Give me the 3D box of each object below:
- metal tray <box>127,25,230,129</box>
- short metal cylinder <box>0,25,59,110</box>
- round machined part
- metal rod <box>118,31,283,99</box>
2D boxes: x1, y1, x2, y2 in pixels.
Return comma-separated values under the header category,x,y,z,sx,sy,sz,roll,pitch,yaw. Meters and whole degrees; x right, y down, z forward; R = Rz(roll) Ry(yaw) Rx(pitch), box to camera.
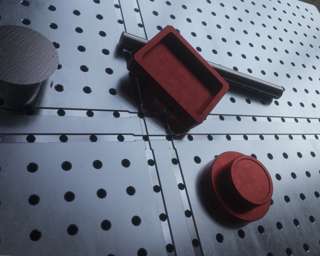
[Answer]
category,x,y,z,sx,sy,sz,roll,pitch,yaw
metal tray,0.028,-0.074,0.447,0.130,0.030,0.090,45,61,-6
short metal cylinder,-0.160,-0.068,0.348,0.081,0.050,0.080,14,56,-21
round machined part,0.110,0.075,0.413,0.099,0.042,0.098,14,56,-21
metal rod,0.079,-0.098,0.512,0.302,0.025,0.025,14,56,-21
